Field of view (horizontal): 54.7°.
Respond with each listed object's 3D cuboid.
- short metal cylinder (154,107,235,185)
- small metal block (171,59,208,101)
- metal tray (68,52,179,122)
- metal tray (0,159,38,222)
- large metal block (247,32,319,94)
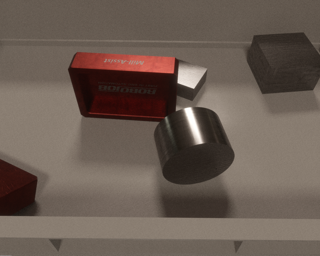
[{"bbox_3d":[0.037,0.022,0.352,0.081,0.080,0.050,-9,51,-8],"label":"short metal cylinder"},{"bbox_3d":[0.037,-0.073,0.467,0.050,0.025,0.050,22,53,17],"label":"small metal block"},{"bbox_3d":[-0.043,-0.051,0.404,0.131,0.089,0.030,4,50,2],"label":"metal tray"},{"bbox_3d":[-0.210,0.056,0.322,0.130,0.030,0.090,21,19,16],"label":"metal tray"},{"bbox_3d":[0.190,-0.101,0.476,0.081,0.050,0.080,-5,50,-5],"label":"large metal block"}]
